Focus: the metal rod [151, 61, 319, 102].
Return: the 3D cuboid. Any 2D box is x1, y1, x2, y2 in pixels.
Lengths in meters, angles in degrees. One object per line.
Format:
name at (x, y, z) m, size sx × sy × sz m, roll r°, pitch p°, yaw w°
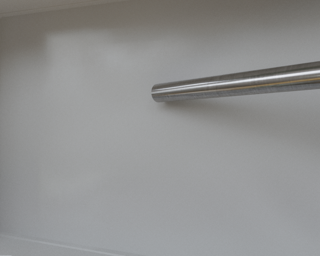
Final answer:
metal rod at (0.106, -0.047, 0.311) m, size 0.300 × 0.025 × 0.025 m, roll 0°, pitch 90°, yaw 43°
